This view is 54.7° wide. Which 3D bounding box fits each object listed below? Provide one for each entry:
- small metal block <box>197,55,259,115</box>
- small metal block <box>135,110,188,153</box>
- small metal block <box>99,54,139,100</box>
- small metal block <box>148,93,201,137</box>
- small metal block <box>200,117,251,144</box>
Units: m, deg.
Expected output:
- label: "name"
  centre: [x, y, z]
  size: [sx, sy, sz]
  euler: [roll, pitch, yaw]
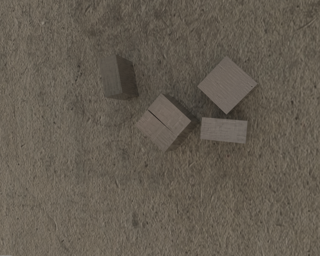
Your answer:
- label: "small metal block"
  centre: [0.083, -0.051, 0.379]
  size: [0.050, 0.025, 0.050]
  euler: [-47, 76, 14]
- label: "small metal block"
  centre: [0.004, 0.003, 0.394]
  size: [0.050, 0.050, 0.025]
  euler: [42, 104, 15]
- label: "small metal block"
  centre: [-0.054, -0.066, 0.415]
  size: [0.025, 0.050, 0.050]
  euler: [-12, 86, 20]
- label: "small metal block"
  centre: [0.019, -0.016, 0.389]
  size: [0.050, 0.050, 0.025]
  euler: [44, 104, 14]
- label: "small metal block"
  centre: [0.079, 0.002, 0.368]
  size: [0.050, 0.050, 0.025]
  euler: [5, 92, 20]
